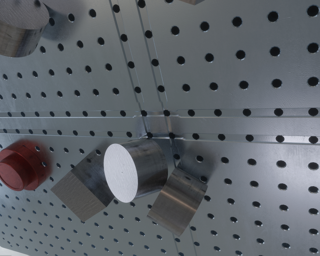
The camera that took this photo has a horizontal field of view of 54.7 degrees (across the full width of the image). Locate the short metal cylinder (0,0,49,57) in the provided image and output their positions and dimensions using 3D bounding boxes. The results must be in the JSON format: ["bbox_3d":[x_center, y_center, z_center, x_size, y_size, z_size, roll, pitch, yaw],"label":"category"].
[{"bbox_3d":[-0.189,-0.137,0.391,0.080,0.080,0.050,45,129,-3],"label":"short metal cylinder"}]

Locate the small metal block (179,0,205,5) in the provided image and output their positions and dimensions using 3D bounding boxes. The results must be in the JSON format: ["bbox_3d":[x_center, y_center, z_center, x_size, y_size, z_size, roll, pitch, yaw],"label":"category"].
[{"bbox_3d":[0.035,-0.146,0.286,0.025,0.050,0.050,24,127,14],"label":"small metal block"}]

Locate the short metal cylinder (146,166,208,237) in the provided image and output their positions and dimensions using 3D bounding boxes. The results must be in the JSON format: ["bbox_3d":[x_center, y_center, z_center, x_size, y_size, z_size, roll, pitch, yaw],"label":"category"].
[{"bbox_3d":[0.024,0.100,0.425,0.050,0.080,0.079,30,128,8],"label":"short metal cylinder"}]

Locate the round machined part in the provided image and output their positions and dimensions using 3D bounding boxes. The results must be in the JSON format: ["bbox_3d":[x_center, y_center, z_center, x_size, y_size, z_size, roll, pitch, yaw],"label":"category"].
[{"bbox_3d":[-0.274,0.082,0.596,0.098,0.042,0.097,13,124,21],"label":"round machined part"}]

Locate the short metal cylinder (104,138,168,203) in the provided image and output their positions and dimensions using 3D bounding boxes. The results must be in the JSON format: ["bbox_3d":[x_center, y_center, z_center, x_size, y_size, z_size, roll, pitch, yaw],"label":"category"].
[{"bbox_3d":[-0.035,0.057,0.428,0.080,0.050,0.079,13,108,47],"label":"short metal cylinder"}]

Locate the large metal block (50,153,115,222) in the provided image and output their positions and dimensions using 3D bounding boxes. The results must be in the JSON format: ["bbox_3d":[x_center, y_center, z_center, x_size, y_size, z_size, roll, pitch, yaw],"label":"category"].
[{"bbox_3d":[-0.125,0.102,0.524,0.080,0.050,0.080,47,129,-5],"label":"large metal block"}]
